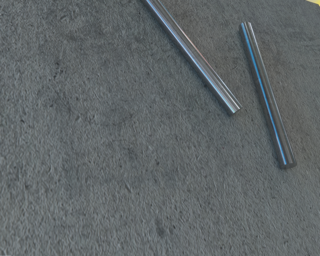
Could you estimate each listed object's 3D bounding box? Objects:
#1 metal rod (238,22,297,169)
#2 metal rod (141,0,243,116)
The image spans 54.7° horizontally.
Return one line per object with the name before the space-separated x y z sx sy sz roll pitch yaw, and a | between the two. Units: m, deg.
metal rod | 0.183 -0.072 0.545 0.025 0.025 0.299 8 58 -24
metal rod | 0.034 -0.145 0.510 0.025 0.025 0.299 -27 77 -37
